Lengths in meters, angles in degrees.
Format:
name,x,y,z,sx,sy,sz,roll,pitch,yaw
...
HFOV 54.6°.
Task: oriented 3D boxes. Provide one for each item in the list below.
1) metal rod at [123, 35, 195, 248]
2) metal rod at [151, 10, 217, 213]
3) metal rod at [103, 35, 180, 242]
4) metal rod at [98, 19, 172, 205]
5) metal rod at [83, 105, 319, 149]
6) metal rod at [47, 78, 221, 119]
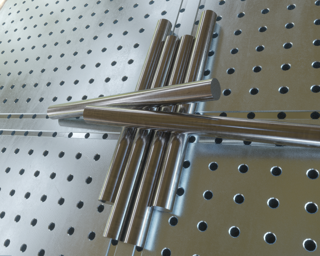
name,x,y,z,sx,sy,sz,roll,pitch,yaw
metal rod,0.007,-0.001,0.407,0.025,0.025,0.300,1,62,29
metal rod,0.039,-0.040,0.412,0.025,0.025,0.300,1,62,29
metal rod,-0.017,-0.003,0.419,0.025,0.025,0.300,2,62,29
metal rod,-0.029,-0.039,0.447,0.025,0.025,0.300,1,62,29
metal rod,0.044,-0.004,0.362,0.301,0.025,0.025,6,65,21
metal rod,-0.058,-0.035,0.432,0.300,0.025,0.025,-4,60,36
